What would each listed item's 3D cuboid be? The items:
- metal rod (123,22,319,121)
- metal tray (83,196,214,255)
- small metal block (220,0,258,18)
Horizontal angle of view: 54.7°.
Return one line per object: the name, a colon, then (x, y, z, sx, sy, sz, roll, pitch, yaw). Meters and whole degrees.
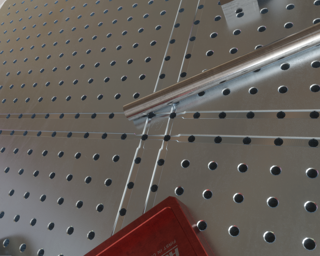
metal rod: (0.089, -0.074, 0.407, 0.301, 0.025, 0.025, -21, 54, 15)
metal tray: (-0.014, 0.145, 0.323, 0.130, 0.030, 0.090, -36, 51, 4)
small metal block: (0.116, -0.202, 0.471, 0.050, 0.025, 0.050, -17, 55, 18)
